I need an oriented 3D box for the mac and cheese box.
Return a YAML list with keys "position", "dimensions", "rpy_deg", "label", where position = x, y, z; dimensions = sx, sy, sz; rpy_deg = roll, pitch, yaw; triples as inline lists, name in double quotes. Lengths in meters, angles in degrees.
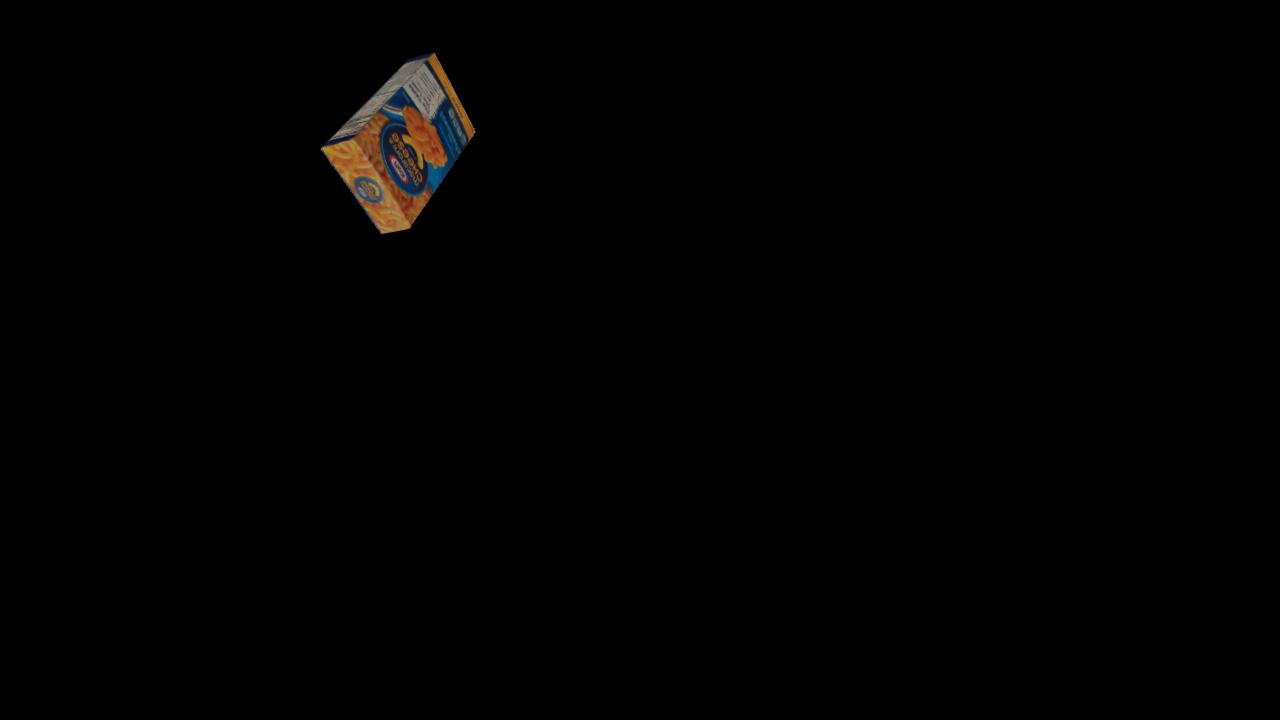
- position: [-0.226, -0.216, 0.601]
  dimensions: [0.041, 0.184, 0.093]
  rpy_deg: [-5, -44, 17]
  label: "mac and cheese box"
